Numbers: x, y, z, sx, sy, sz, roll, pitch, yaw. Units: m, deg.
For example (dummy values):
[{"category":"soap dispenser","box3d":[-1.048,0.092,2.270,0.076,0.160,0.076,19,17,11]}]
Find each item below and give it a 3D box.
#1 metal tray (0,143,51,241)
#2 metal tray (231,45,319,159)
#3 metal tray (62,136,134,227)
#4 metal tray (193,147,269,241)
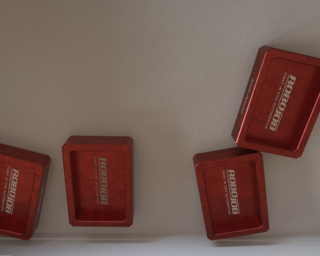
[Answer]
[{"category":"metal tray","box3d":[-0.215,0.091,0.440,0.091,0.030,0.129,15,109,-6]},{"category":"metal tray","box3d":[0.155,-0.031,0.398,0.091,0.030,0.129,12,110,-5]},{"category":"metal tray","box3d":[-0.083,0.077,0.435,0.091,0.030,0.129,1,110,-1]},{"category":"metal tray","box3d":[0.102,0.094,0.443,0.090,0.030,0.129,-11,110,3]}]
